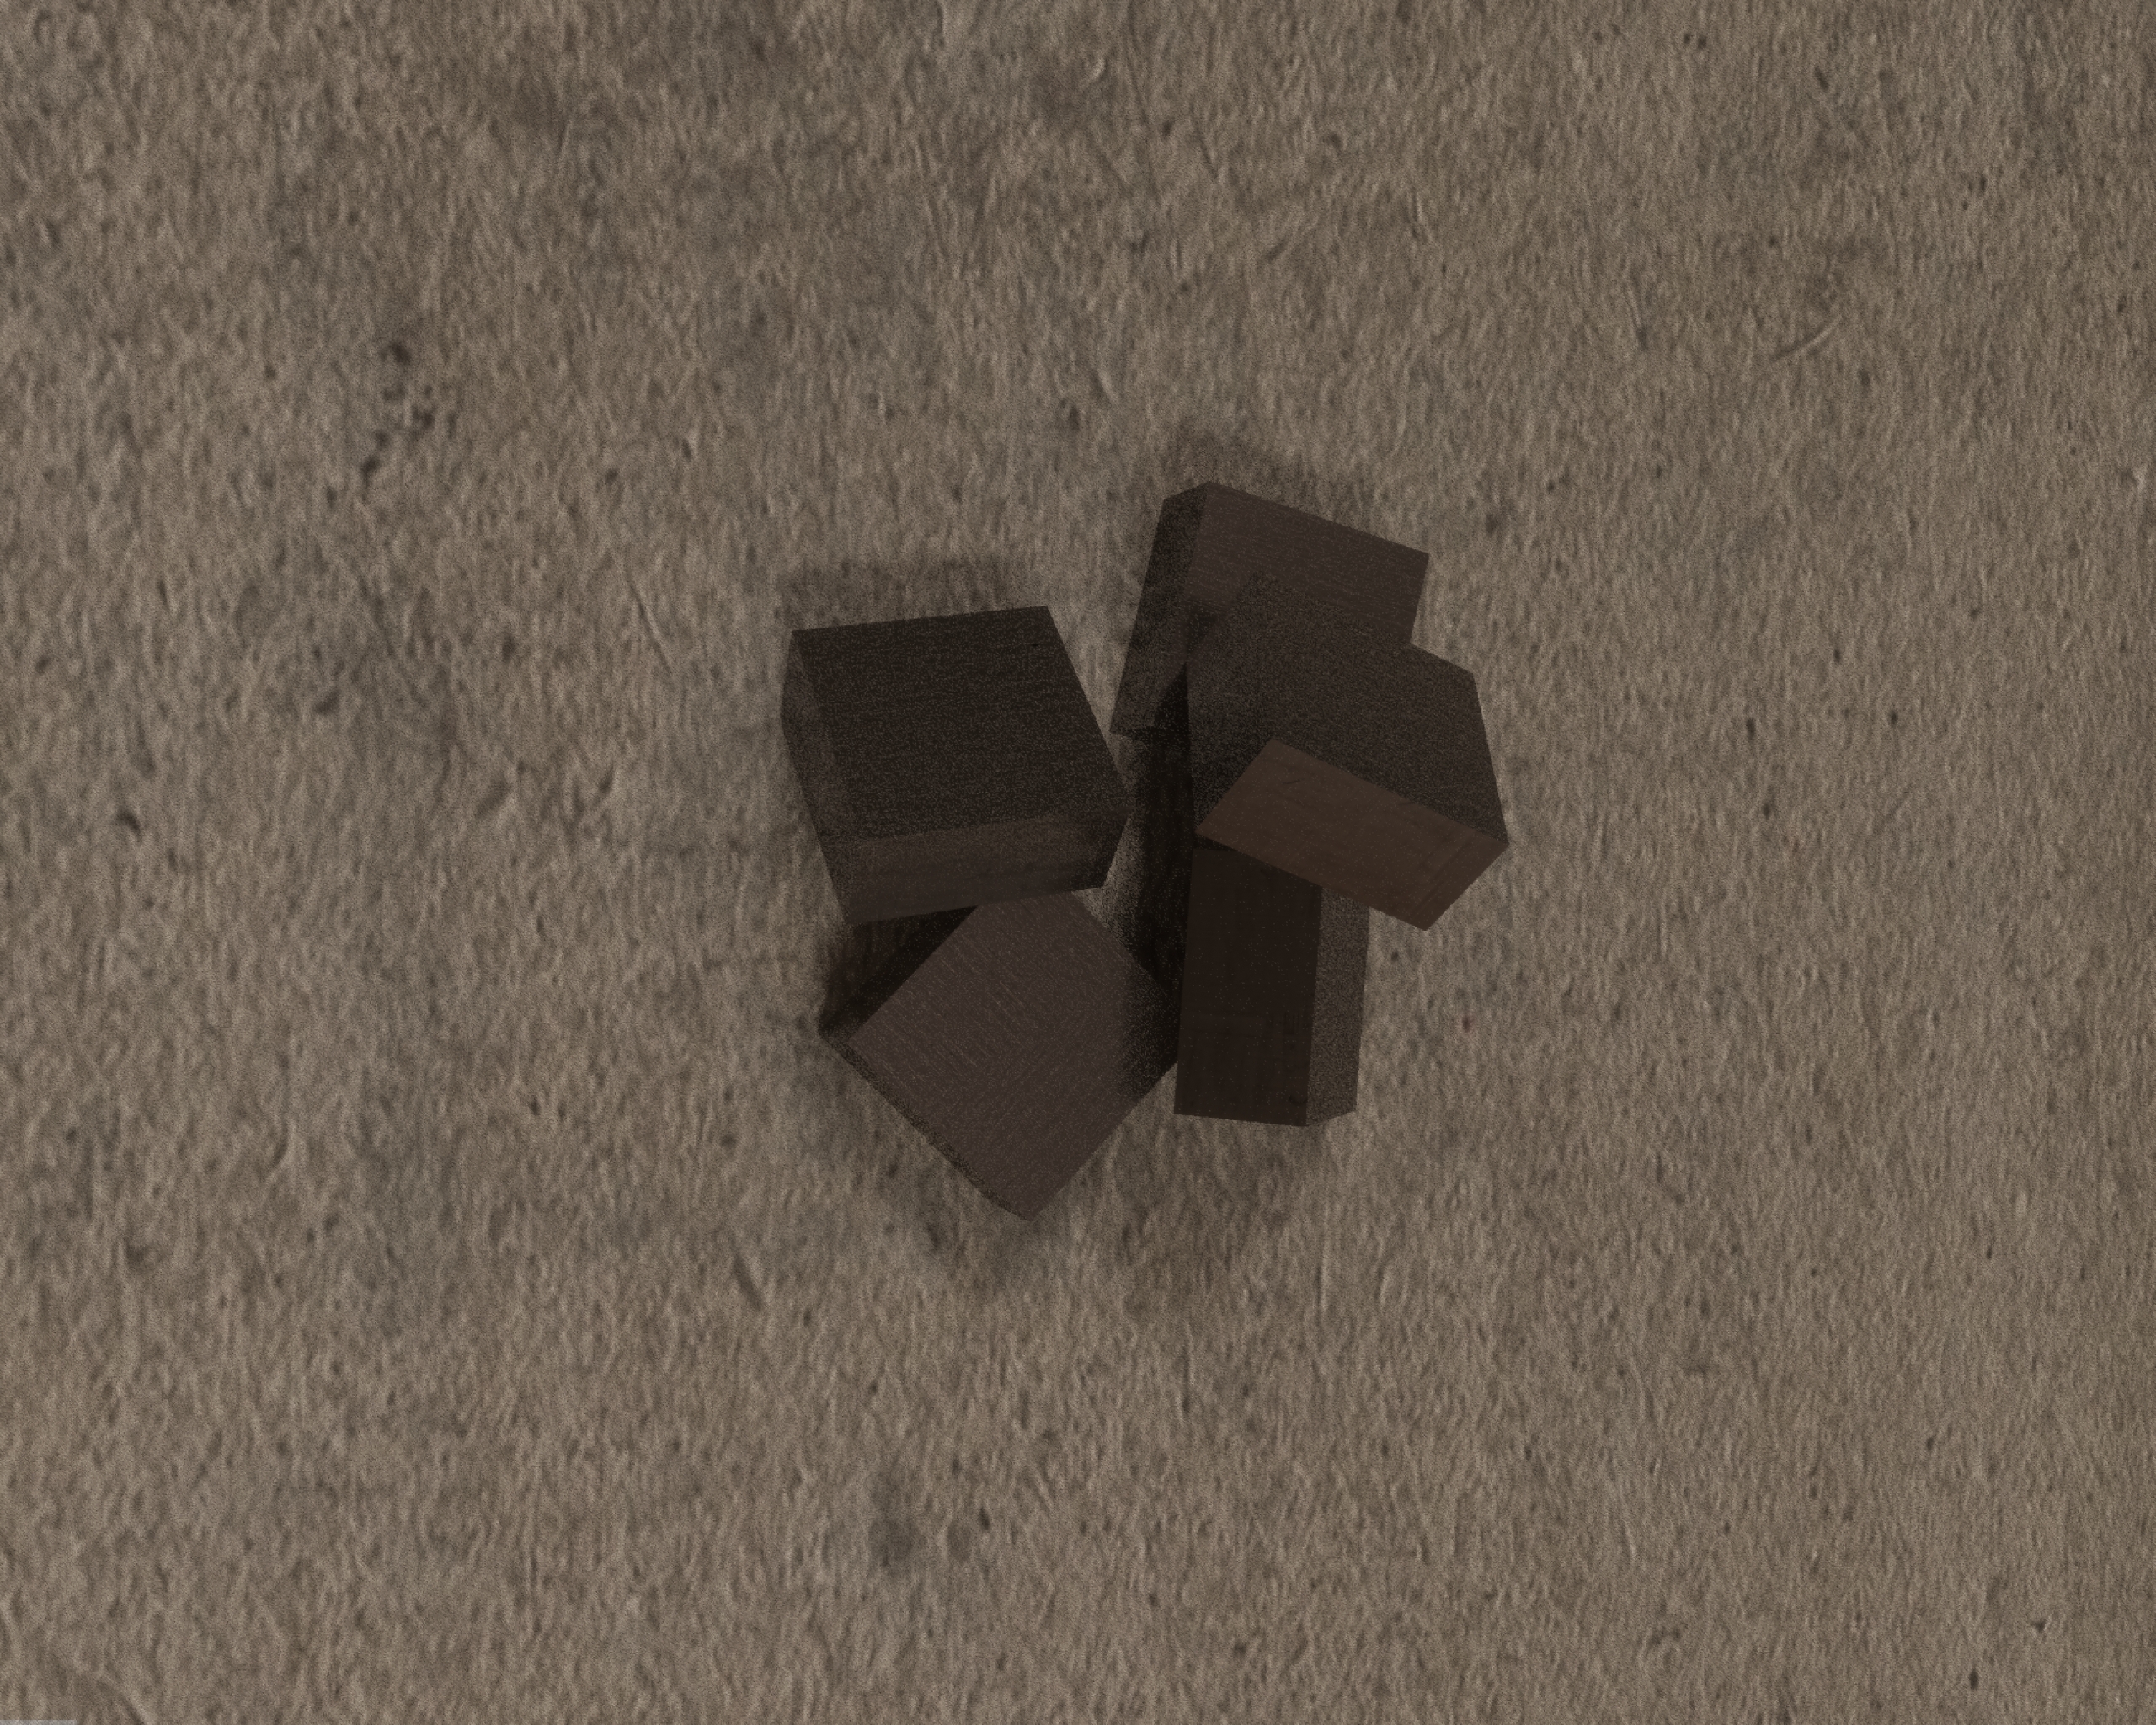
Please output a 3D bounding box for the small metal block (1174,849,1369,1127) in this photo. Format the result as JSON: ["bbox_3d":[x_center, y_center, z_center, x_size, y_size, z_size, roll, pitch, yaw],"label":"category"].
[{"bbox_3d":[0.039,0.024,0.410,0.025,0.050,0.050,4,88,18],"label":"small metal block"}]

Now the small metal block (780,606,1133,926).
[{"bbox_3d":[-0.024,-0.019,0.389,0.050,0.025,0.050,-8,55,-21],"label":"small metal block"}]

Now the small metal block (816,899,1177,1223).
[{"bbox_3d":[-0.013,0.033,0.407,0.050,0.025,0.050,-47,105,-14],"label":"small metal block"}]

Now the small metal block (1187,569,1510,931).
[{"bbox_3d":[0.049,-0.021,0.389,0.050,0.025,0.050,23,39,-19],"label":"small metal block"}]

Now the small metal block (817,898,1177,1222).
[{"bbox_3d":[-0.013,0.033,0.407,0.050,0.025,0.050,-47,105,-14],"label":"small metal block"}]

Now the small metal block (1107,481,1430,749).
[{"bbox_3d":[0.039,-0.045,0.426,0.050,0.025,0.050,15,85,-20],"label":"small metal block"}]
